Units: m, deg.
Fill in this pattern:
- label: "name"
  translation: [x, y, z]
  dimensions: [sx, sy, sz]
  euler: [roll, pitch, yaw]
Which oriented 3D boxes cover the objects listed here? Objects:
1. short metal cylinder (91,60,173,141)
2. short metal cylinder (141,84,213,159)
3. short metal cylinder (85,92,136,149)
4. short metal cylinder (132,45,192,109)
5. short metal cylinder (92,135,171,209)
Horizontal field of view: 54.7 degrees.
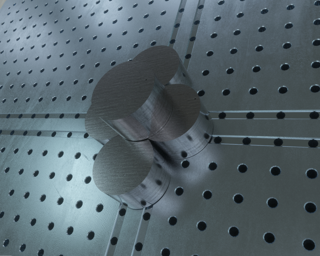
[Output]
- label: "short metal cylinder"
  translation: [-0.032, -0.032, 0.363]
  dimensions: [0.080, 0.050, 0.080]
  euler: [-13, 56, 21]
- label: "short metal cylinder"
  translation: [0.020, -0.008, 0.386]
  dimensions: [0.080, 0.050, 0.080]
  euler: [-13, 56, 21]
- label: "short metal cylinder"
  translation: [-0.055, -0.008, 0.426]
  dimensions: [0.080, 0.050, 0.080]
  euler: [-13, 56, 21]
- label: "short metal cylinder"
  translation: [-0.002, -0.068, 0.434]
  dimensions: [0.080, 0.050, 0.080]
  euler: [-12, 57, 20]
- label: "short metal cylinder"
  translation: [-0.034, 0.052, 0.377]
  dimensions: [0.080, 0.050, 0.080]
  euler: [-13, 54, 20]
